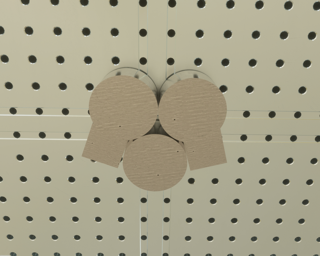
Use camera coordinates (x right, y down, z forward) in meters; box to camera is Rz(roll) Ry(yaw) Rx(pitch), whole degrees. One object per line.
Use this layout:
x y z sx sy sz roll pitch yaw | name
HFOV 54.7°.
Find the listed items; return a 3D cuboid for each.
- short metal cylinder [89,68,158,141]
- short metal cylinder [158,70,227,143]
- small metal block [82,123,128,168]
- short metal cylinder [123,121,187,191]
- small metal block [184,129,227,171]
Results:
-0.043 -0.031 0.384 0.081 0.050 0.079 0 110 0 | short metal cylinder
0.038 -0.028 0.386 0.081 0.050 0.079 0 110 0 | short metal cylinder
-0.071 0.020 0.416 0.050 0.025 0.050 20 109 -7 | small metal block
-0.006 0.036 0.409 0.081 0.050 0.079 0 110 0 | short metal cylinder
0.059 0.025 0.420 0.050 0.025 0.050 -13 110 4 | small metal block
